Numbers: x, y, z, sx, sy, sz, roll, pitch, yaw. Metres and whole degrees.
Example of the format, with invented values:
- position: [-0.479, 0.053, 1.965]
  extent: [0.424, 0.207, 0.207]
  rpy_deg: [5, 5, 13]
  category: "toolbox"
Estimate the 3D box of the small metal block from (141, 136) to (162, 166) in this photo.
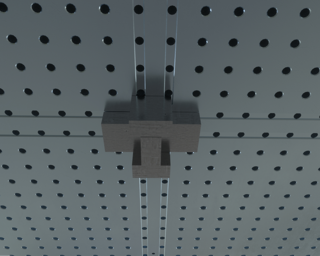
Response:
- position: [-0.011, 0.014, 0.406]
  extent: [0.025, 0.050, 0.050]
  rpy_deg: [1, 130, -1]
  category: "small metal block"

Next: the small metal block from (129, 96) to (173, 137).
- position: [-0.011, -0.015, 0.382]
  extent: [0.050, 0.050, 0.025]
  rpy_deg: [1, 130, -1]
  category: "small metal block"

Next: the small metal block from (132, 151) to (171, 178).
- position: [-0.012, 0.042, 0.431]
  extent: [0.050, 0.050, 0.025]
  rpy_deg: [1, 130, -1]
  category: "small metal block"

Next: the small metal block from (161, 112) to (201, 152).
- position: [0.026, 0.006, 0.417]
  extent: [0.050, 0.025, 0.050]
  rpy_deg: [1, 130, -1]
  category: "small metal block"

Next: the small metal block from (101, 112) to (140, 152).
- position: [-0.049, 0.006, 0.415]
  extent: [0.050, 0.025, 0.050]
  rpy_deg: [0, 130, -1]
  category: "small metal block"
